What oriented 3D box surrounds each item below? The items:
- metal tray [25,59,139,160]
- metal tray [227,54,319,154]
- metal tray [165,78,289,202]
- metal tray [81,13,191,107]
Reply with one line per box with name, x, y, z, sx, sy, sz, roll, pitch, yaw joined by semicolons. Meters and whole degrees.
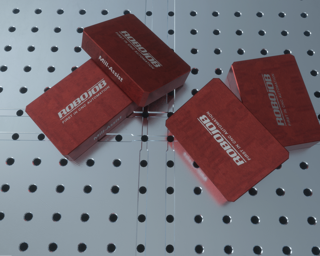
metal tray;-0.100;-0.031;0.420;0.130;0.030;0.090;-41;75;-14
metal tray;0.153;-0.033;0.422;0.091;0.030;0.130;-9;70;-4
metal tray;0.081;0.014;0.387;0.090;0.030;0.130;-42;74;9
metal tray;-0.033;-0.098;0.427;0.091;0.030;0.130;-34;72;-35
